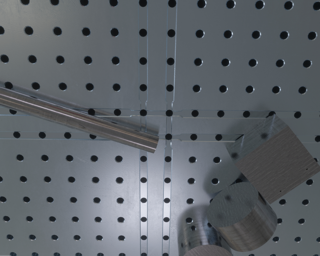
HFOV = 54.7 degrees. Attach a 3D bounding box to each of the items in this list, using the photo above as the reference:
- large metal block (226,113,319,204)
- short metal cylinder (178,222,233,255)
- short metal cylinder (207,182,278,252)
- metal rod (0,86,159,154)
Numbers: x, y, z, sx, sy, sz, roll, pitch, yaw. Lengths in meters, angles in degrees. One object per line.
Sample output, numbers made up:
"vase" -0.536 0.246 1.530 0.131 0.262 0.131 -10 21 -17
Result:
"large metal block" 0.151 0.041 0.417 0.080 0.050 0.080 -39 106 13
"short metal cylinder" 0.068 0.192 0.472 0.081 0.050 0.079 0 110 0
"short metal cylinder" 0.113 0.122 0.430 0.080 0.080 0.050 -35 107 12
"metal rod" -0.148 -0.023 0.403 0.302 0.025 0.025 18 109 -7
